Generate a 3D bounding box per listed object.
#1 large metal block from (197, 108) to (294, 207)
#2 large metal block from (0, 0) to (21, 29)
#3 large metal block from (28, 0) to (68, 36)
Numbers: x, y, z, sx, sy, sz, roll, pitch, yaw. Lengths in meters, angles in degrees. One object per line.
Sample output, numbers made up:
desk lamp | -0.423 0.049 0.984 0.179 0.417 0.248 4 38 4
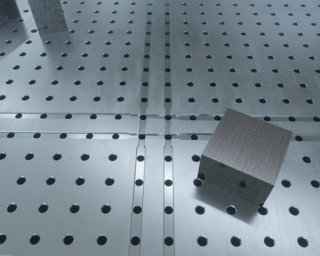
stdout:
large metal block | 0.099 0.032 0.366 0.080 0.050 0.080 23 54 18
large metal block | -0.326 -0.223 0.574 0.080 0.050 0.080 20 53 15
large metal block | -0.208 -0.228 0.561 0.050 0.080 0.080 -15 52 -13
